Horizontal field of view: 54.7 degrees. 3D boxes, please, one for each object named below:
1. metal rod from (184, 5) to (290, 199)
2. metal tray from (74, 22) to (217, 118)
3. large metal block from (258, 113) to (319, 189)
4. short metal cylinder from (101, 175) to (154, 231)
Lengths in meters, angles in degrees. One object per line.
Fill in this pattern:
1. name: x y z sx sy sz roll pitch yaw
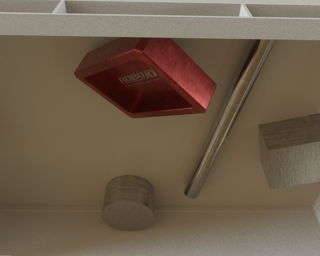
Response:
1. metal rod: 0.084 -0.007 0.404 0.025 0.025 0.298 10 130 -9
2. metal tray: -0.020 -0.048 0.314 0.090 0.030 0.130 38 157 -31
3. large metal block: 0.184 0.034 0.424 0.080 0.050 0.080 -11 130 9
4. short metal cylinder: -0.050 0.120 0.495 0.081 0.050 0.079 0 130 0
